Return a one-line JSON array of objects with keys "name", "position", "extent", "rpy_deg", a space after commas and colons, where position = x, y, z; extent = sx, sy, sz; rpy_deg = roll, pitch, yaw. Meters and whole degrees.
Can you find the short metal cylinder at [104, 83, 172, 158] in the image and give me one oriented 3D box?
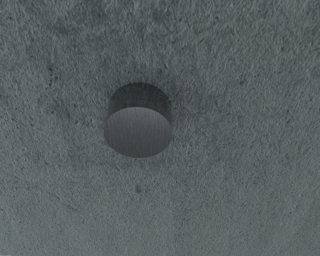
[{"name": "short metal cylinder", "position": [-0.026, -0.009, 0.383], "extent": [0.080, 0.050, 0.080], "rpy_deg": [0, 130, 0]}]
